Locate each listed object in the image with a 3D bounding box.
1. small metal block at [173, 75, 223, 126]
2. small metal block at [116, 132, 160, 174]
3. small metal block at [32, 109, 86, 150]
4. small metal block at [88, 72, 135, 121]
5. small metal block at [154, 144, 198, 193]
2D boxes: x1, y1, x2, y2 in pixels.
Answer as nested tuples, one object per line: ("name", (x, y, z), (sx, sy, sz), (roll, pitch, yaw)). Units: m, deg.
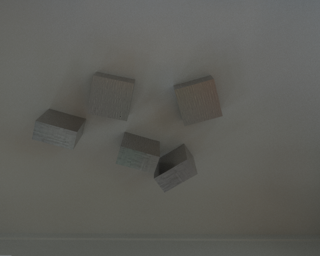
("small metal block", (0.049, -0.035, 0.399), (0.050, 0.025, 0.050), (-15, 110, 5))
("small metal block", (-0.028, 0.032, 0.409), (0.050, 0.050, 0.025), (16, 109, -6))
("small metal block", (-0.127, 0.001, 0.396), (0.050, 0.050, 0.025), (16, 109, -6))
("small metal block", (-0.062, -0.040, 0.396), (0.050, 0.025, 0.050), (11, 110, -5))
("small metal block", (0.020, 0.053, 0.418), (0.050, 0.050, 0.025), (-32, 107, 10))
